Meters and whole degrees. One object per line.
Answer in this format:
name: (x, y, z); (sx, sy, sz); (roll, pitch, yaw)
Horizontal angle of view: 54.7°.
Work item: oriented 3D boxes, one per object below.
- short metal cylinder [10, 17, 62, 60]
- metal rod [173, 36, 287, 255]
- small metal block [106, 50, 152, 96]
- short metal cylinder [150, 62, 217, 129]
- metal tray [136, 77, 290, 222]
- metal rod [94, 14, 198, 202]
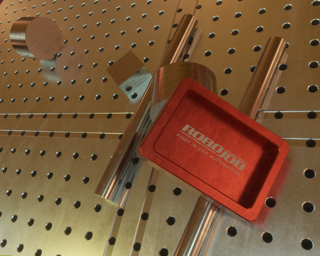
short metal cylinder: (-0.240, -0.175, 0.603); (0.050, 0.080, 0.080); (13, 69, 33)
metal rod: (0.084, 0.019, 0.351); (0.025, 0.025, 0.300); (15, 69, 34)
small metal block: (-0.049, -0.087, 0.486); (0.050, 0.025, 0.050); (-39, 51, 2)
short metal cylinder: (0.029, -0.035, 0.378); (0.080, 0.080, 0.050); (-10, 58, 22)
metal tray: (0.054, 0.022, 0.310); (0.130, 0.030, 0.090); (33, 75, -6)
metal rod: (-0.012, -0.041, 0.438); (0.025, 0.025, 0.300); (12, 68, 33)
